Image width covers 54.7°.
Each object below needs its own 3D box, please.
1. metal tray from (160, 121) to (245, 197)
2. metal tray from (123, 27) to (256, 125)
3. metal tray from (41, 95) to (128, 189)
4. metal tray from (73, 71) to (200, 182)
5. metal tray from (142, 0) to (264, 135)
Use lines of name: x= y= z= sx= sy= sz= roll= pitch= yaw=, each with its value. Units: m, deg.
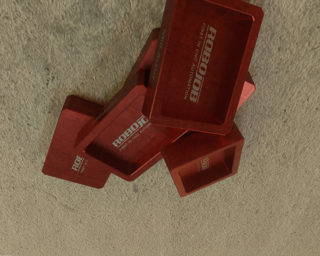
metal tray: x=0.056 y=0.044 z=0.399 sx=0.090 sy=0.030 sz=0.130 roll=-23 pitch=153 yaw=-2
metal tray: x=0.032 y=-0.048 z=0.365 sx=0.131 sy=0.030 sz=0.089 roll=21 pitch=127 yaw=-18
metal tray: x=-0.101 y=0.025 z=0.424 sx=0.091 sy=0.030 sz=0.129 roll=19 pitch=127 yaw=-16
metal tray: x=-0.029 y=0.004 z=0.369 sx=0.090 sy=0.030 sz=0.130 roll=34 pitch=122 yaw=-26
metal tray: x=0.041 y=-0.063 z=0.307 sx=0.091 sy=0.030 sz=0.129 roll=9 pitch=103 yaw=-21
